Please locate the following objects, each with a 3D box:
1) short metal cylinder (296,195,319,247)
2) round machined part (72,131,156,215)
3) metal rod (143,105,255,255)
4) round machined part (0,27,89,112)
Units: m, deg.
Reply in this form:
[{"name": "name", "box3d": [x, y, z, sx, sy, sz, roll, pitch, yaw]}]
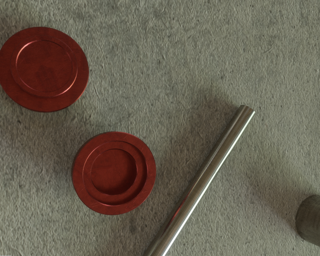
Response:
[{"name": "short metal cylinder", "box3d": [0.269, 0.153, 0.498, 0.081, 0.050, 0.079, 0, 90, -21]}, {"name": "round machined part", "box3d": [-0.058, 0.053, 0.379, 0.099, 0.042, 0.097, 0, 90, -21]}, {"name": "metal rod", "box3d": [0.045, 0.093, 0.427, 0.025, 0.025, 0.300, 39, 77, -16]}, {"name": "round machined part", "box3d": [-0.131, -0.067, 0.352, 0.099, 0.042, 0.097, 0, 90, -21]}]
